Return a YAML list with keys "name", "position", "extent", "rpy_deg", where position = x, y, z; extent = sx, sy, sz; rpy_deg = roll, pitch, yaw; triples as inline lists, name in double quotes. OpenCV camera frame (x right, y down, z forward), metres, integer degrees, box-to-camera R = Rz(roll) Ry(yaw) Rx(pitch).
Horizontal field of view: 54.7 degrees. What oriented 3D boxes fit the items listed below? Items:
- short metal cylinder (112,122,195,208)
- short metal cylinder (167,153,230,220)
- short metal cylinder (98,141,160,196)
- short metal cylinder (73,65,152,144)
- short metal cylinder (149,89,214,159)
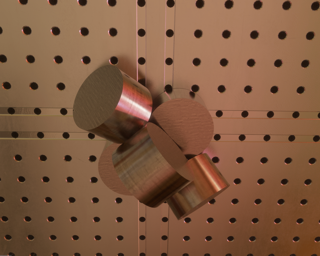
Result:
- name: "short metal cylinder"
  position: [-0.007, 0.040, 0.344]
  extent: [0.050, 0.080, 0.080]
  rpy_deg: [-39, 106, 13]
- name: "short metal cylinder"
  position: [0.043, 0.077, 0.405]
  extent: [0.080, 0.080, 0.050]
  rpy_deg: [-39, 71, 13]
- name: "short metal cylinder"
  position: [-0.038, 0.043, 0.414]
  extent: [0.081, 0.050, 0.079]
  rpy_deg: [0, 110, -1]
- name: "short metal cylinder"
  position: [-0.056, -0.027, 0.366]
  extent: [0.080, 0.080, 0.050]
  rpy_deg: [-44, 139, 14]
- name: "short metal cylinder"
  position: [0.025, -0.006, 0.397]
  extent: [0.081, 0.050, 0.079]
  rpy_deg: [0, 110, -1]
